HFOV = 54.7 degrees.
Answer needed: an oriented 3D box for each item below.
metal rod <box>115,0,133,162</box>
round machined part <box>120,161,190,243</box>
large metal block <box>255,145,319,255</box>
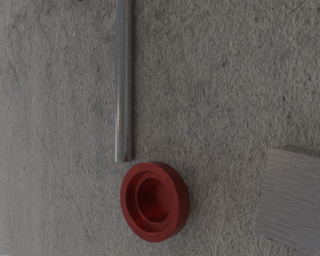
[{"bbox_3d":[-0.052,-0.101,0.447,0.025,0.025,0.298,1,90,40],"label":"metal rod"},{"bbox_3d":[-0.002,0.091,0.396,0.098,0.042,0.097,0,90,40],"label":"round machined part"},{"bbox_3d":[0.139,0.063,0.274,0.080,0.050,0.079,12,98,39],"label":"large metal block"}]
